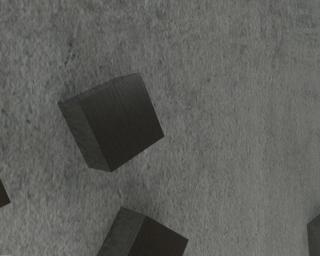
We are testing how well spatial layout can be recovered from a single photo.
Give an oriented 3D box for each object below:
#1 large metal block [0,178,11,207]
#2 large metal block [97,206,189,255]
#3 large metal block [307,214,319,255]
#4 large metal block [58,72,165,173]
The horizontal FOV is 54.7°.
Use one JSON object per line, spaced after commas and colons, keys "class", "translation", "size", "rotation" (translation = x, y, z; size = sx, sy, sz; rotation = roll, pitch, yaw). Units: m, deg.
{"class": "large metal block", "translation": [-0.171, 0.046, 0.227], "size": [0.081, 0.080, 0.050], "rotation": [-27, 107, -37]}
{"class": "large metal block", "translation": [-0.023, 0.152, 0.372], "size": [0.080, 0.050, 0.080], "rotation": [40, 65, -33]}
{"class": "large metal block", "translation": [0.388, 0.253, 0.720], "size": [0.081, 0.050, 0.079], "rotation": [-15, 100, -39]}
{"class": "large metal block", "translation": [-0.052, -0.008, 0.346], "size": [0.081, 0.050, 0.080], "rotation": [-33, 111, -35]}
